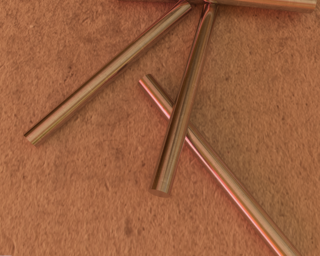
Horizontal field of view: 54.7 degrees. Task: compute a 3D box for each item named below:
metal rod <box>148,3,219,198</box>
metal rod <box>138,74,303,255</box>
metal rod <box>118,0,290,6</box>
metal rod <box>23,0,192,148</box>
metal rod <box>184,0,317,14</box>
[{"bbox_3d":[0.038,-0.055,0.407,0.025,0.025,0.300,15,62,5],"label":"metal rod"},{"bbox_3d":[0.069,0.047,0.391,0.025,0.025,0.300,-35,74,-12],"label":"metal rod"},{"bbox_3d":[0.085,-0.205,0.484,0.302,0.025,0.025,3,70,0],"label":"metal rod"},{"bbox_3d":[-0.064,-0.085,0.438,0.025,0.025,0.301,42,75,13],"label":"metal rod"},{"bbox_3d":[0.076,-0.199,0.459,0.302,0.025,0.025,6,70,-1],"label":"metal rod"}]
